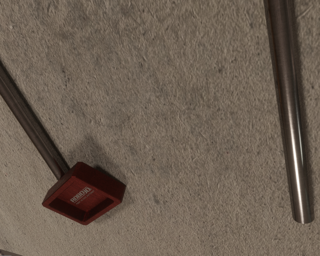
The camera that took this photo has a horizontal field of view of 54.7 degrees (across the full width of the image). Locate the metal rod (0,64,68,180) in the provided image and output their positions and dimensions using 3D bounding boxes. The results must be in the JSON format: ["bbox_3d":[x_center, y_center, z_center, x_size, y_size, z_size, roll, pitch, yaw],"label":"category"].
[{"bbox_3d":[-0.228,-0.029,0.505,0.025,0.025,0.299,-15,111,34],"label":"metal rod"}]

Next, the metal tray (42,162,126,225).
[{"bbox_3d":[-0.130,0.115,0.522,0.090,0.030,0.129,34,132,-20],"label":"metal tray"}]

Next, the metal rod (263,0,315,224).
[{"bbox_3d":[0.136,-0.022,0.321,0.025,0.025,0.298,-3,117,29],"label":"metal rod"}]
